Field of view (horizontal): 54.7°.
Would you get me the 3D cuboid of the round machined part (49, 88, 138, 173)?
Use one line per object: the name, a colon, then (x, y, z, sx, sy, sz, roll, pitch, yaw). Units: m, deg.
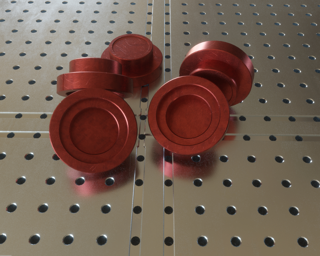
round machined part: (-0.078, 0.004, 0.372, 0.099, 0.042, 0.097, 1, 85, -11)

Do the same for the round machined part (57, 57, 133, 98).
round machined part: (-0.085, -0.065, 0.411, 0.099, 0.098, 0.042, 0, 88, 0)

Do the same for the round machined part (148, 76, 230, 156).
round machined part: (0.037, -0.013, 0.390, 0.098, 0.042, 0.098, -2, 79, 11)

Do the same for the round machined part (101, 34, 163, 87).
round machined part: (-0.045, -0.113, 0.491, 0.099, 0.042, 0.098, 0, 50, 0)

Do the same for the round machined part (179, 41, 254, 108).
round machined part: (0.072, -0.063, 0.414, 0.098, 0.097, 0.042, 15, 51, 12)
